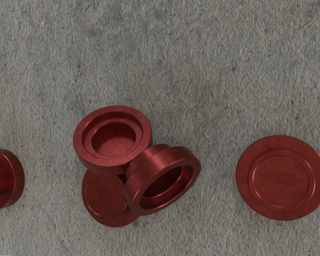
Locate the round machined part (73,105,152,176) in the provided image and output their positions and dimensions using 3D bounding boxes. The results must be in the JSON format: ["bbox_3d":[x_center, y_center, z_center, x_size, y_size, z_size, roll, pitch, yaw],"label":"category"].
[{"bbox_3d":[-0.058,0.020,0.403,0.099,0.042,0.098,-1,51,2],"label":"round machined part"}]

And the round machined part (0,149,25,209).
[{"bbox_3d":[-0.271,0.084,0.496,0.098,0.042,0.097,0,90,20],"label":"round machined part"}]

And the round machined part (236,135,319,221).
[{"bbox_3d":[0.136,0.057,0.352,0.098,0.042,0.097,0,90,20],"label":"round machined part"}]

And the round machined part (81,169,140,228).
[{"bbox_3d":[-0.066,0.088,0.423,0.098,0.042,0.097,0,90,20],"label":"round machined part"}]

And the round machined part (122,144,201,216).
[{"bbox_3d":[-0.002,0.057,0.374,0.098,0.098,0.042,-49,56,13],"label":"round machined part"}]
